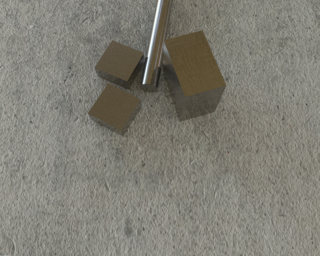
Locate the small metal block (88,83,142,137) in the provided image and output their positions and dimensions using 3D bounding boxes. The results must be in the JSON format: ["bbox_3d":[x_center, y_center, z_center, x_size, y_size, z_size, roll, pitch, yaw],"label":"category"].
[{"bbox_3d":[-0.060,-0.024,0.416,0.050,0.025,0.050,27,72,9],"label":"small metal block"}]

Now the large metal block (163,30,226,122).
[{"bbox_3d":[0.040,-0.064,0.403,0.050,0.080,0.080,-16,71,-6],"label":"large metal block"}]

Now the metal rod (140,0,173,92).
[{"bbox_3d":[0.007,-0.194,0.478,0.025,0.025,0.299,8,70,2],"label":"metal rod"}]

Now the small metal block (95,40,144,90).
[{"bbox_3d":[-0.056,-0.090,0.440,0.050,0.025,0.050,24,72,8],"label":"small metal block"}]
